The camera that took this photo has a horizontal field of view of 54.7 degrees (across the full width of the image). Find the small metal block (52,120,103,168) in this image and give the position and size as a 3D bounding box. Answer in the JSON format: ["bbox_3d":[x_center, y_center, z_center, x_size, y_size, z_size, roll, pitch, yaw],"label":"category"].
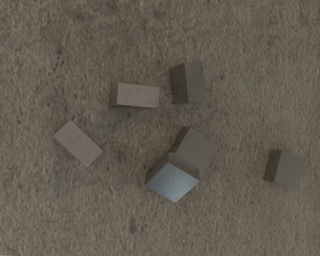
[{"bbox_3d":[-0.097,0.017,0.360,0.050,0.050,0.025,47,76,-15],"label":"small metal block"}]

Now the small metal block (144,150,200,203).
[{"bbox_3d":[0.016,0.063,0.402,0.050,0.025,0.050,32,119,-18],"label":"small metal block"}]

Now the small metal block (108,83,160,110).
[{"bbox_3d":[-0.033,-0.038,0.384,0.050,0.050,0.025,4,89,-20],"label":"small metal block"}]

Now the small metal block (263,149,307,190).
[{"bbox_3d":[0.195,0.065,0.483,0.050,0.025,0.050,18,84,-20],"label":"small metal block"}]

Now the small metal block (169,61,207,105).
[{"bbox_3d":[0.036,-0.058,0.410,0.025,0.050,0.050,-7,93,-20],"label":"small metal block"}]

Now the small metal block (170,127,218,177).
[{"bbox_3d":[0.044,0.032,0.427,0.050,0.025,0.050,34,79,-17],"label":"small metal block"}]
